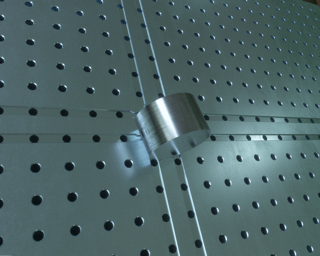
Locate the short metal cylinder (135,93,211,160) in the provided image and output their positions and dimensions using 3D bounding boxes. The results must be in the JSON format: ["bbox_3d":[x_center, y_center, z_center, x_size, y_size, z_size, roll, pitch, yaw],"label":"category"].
[{"bbox_3d":[0.016,0.000,0.381,0.081,0.080,0.050,-10,67,-32],"label":"short metal cylinder"}]
